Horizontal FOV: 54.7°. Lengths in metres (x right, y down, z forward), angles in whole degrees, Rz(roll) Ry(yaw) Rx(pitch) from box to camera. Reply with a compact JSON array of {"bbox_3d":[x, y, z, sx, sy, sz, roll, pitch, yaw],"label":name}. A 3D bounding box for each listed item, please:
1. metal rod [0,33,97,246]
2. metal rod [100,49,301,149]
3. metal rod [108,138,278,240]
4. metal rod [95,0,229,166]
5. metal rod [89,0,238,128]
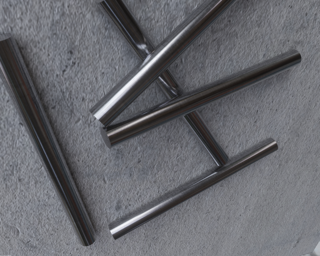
[{"bbox_3d":[-0.124,0.040,0.363,0.025,0.025,0.298,-21,127,-16],"label":"metal rod"},{"bbox_3d":[0.068,-0.046,0.389,0.302,0.025,0.025,-24,128,-24],"label":"metal rod"},{"bbox_3d":[0.060,0.092,0.496,0.302,0.025,0.025,-26,128,-12],"label":"metal rod"},{"bbox_3d":[0.022,-0.040,0.393,0.025,0.025,0.300,-41,130,-1],"label":"metal rod"},{"bbox_3d":[0.042,-0.114,0.334,0.300,0.025,0.025,-45,130,-7],"label":"metal rod"}]
